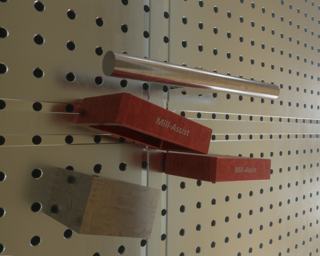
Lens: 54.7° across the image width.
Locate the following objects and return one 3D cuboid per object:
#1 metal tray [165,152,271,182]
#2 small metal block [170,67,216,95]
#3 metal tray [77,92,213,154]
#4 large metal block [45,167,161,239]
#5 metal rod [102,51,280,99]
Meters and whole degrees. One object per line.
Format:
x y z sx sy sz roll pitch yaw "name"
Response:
0.083 0.054 0.439 0.131 0.090 0.030 7 86 -40 "metal tray"
0.051 -0.065 0.438 0.050 0.050 0.025 7 86 -40 "small metal block"
-0.015 -0.001 0.355 0.131 0.090 0.030 21 77 -39 "metal tray"
-0.060 0.077 0.325 0.080 0.080 0.050 21 77 -39 "large metal block"
0.065 -0.060 0.400 0.302 0.025 0.025 1 89 -40 "metal rod"
